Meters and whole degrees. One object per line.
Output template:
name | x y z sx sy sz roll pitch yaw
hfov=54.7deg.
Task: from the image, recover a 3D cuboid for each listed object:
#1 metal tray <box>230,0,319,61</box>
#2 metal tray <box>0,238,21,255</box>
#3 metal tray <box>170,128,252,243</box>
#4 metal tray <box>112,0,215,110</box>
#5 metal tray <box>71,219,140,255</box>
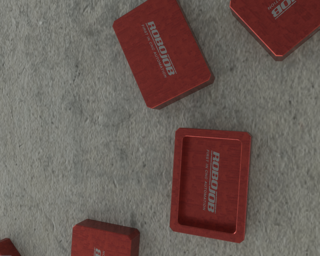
metal tray | 0.158 -0.152 0.351 0.130 0.030 0.090 -41 78 15
metal tray | -0.269 0.254 0.499 0.130 0.030 0.090 -45 77 14
metal tray | 0.063 0.067 0.383 0.090 0.030 0.129 4 91 19
metal tray | 0.004 -0.100 0.404 0.090 0.030 0.129 -26 82 17
metal tray | -0.079 0.202 0.433 0.090 0.030 0.129 5 92 19
